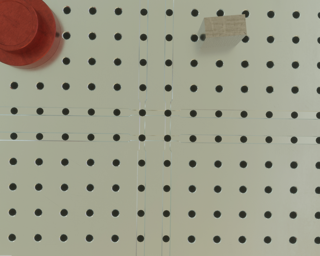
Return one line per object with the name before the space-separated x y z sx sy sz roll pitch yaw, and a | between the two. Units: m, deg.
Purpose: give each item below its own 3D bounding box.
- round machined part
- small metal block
round machined part | -0.185 -0.130 0.402 0.099 0.042 0.097 0 90 -1
small metal block | 0.080 -0.124 0.402 0.050 0.050 0.025 -5 90 -1
